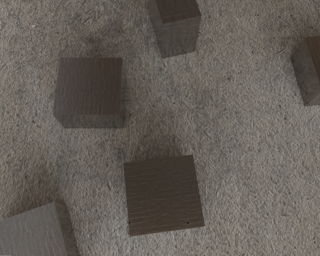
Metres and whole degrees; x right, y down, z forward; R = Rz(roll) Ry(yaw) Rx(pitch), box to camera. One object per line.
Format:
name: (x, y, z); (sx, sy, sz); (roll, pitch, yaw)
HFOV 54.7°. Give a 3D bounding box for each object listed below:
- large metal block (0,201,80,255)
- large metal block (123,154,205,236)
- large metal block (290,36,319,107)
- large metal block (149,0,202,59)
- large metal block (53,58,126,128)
large metal block: (-0.140, 0.137, 0.344); (0.080, 0.050, 0.080); (-19, 71, -7)
large metal block: (0.003, 0.081, 0.365); (0.081, 0.050, 0.080); (-7, 70, -3)
large metal block: (0.238, -0.080, 0.425); (0.081, 0.050, 0.080); (-6, 70, -3)
large metal block: (0.018, -0.158, 0.437); (0.050, 0.080, 0.080); (-14, 71, -5)
large metal block: (-0.089, -0.045, 0.411); (0.081, 0.050, 0.080); (0, 70, 0)
